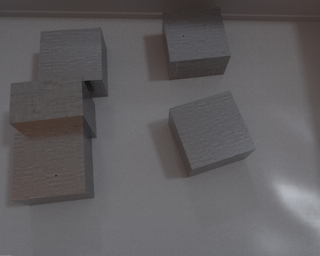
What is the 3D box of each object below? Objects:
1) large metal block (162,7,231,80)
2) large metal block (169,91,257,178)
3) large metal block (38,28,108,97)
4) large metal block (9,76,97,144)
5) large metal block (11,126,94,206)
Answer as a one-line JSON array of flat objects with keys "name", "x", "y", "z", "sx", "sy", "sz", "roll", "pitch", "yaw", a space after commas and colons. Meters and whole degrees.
[{"name": "large metal block", "x": 0.048, "y": -0.119, "z": 0.441, "sx": 0.081, "sy": 0.050, "sz": 0.080, "roll": -7, "pitch": 70, "yaw": -3}, {"name": "large metal block", "x": 0.062, "y": 0.009, "z": 0.394, "sx": 0.081, "sy": 0.050, "sz": 0.080, "roll": -17, "pitch": 71, "yaw": -7}, {"name": "large metal block", "x": -0.117, "y": -0.087, "z": 0.427, "sx": 0.081, "sy": 0.050, "sz": 0.080, "roll": -4, "pitch": 70, "yaw": -2}, {"name": "large metal block", "x": -0.128, "y": -0.019, "z": 0.386, "sx": 0.081, "sy": 0.080, "sz": 0.050, "roll": -6, "pitch": 70, "yaw": -3}, {"name": "large metal block", "x": -0.127, "y": 0.047, "z": 0.378, "sx": 0.081, "sy": 0.050, "sz": 0.080, "roll": -6, "pitch": 70, "yaw": -3}]
